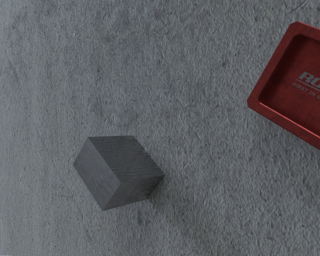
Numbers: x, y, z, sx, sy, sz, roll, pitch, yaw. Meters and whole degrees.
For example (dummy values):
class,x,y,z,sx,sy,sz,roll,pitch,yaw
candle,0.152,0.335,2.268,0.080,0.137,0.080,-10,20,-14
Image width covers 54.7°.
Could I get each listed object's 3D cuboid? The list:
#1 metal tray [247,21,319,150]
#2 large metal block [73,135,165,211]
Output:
class,x,y,z,sx,sy,sz,roll,pitch,yaw
metal tray,0.155,-0.028,0.273,0.130,0.030,0.089,39,114,33
large metal block,-0.055,0.056,0.414,0.080,0.081,0.050,48,118,29
